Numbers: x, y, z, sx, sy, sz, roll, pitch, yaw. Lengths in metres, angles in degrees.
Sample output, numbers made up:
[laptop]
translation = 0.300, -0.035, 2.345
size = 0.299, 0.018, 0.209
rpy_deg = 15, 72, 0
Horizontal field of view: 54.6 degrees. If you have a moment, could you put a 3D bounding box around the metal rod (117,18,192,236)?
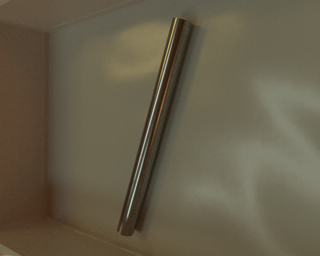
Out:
[metal rod]
translation = -0.011, 0.008, 0.414
size = 0.025, 0.025, 0.298
rpy_deg = 25, 106, 37
